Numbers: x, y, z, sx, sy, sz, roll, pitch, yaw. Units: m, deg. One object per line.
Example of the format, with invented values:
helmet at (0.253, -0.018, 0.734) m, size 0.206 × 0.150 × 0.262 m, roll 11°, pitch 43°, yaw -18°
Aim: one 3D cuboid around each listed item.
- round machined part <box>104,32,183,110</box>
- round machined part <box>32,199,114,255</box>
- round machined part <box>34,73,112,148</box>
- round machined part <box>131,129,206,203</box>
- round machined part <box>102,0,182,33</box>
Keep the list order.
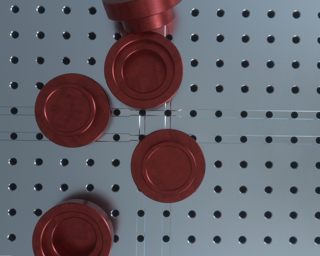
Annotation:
round machined part at (-0.020, -0.072, 0.405) m, size 0.099 × 0.042 × 0.097 m, roll 0°, pitch 90°, yaw -1°
round machined part at (-0.109, 0.141, 0.404) m, size 0.099 × 0.042 × 0.097 m, roll 0°, pitch 90°, yaw -1°
round machined part at (-0.115, -0.023, 0.403) m, size 0.099 × 0.042 × 0.097 m, roll 0°, pitch 90°, yaw -1°
round machined part at (0.011, 0.050, 0.405) m, size 0.099 × 0.042 × 0.097 m, roll 0°, pitch 90°, yaw -1°
round machined part at (-0.018, -0.152, 0.386) m, size 0.099 × 0.098 × 0.042 m, roll -17°, pitch 126°, yaw -1°
